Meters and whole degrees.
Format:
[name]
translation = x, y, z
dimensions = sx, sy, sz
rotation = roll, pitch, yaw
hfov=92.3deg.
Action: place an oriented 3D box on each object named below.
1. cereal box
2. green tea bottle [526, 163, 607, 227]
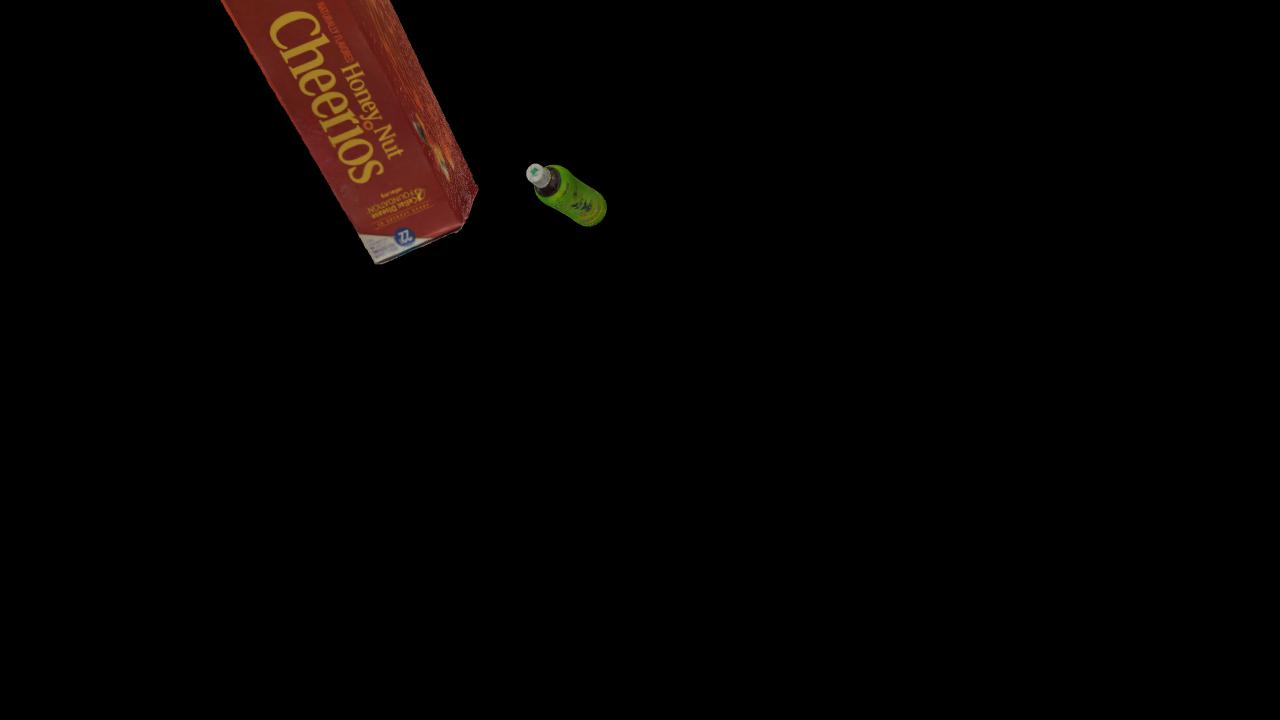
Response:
[cereal box]
translation = -0.223, -0.240, 0.454
dimensions = 0.081, 0.306, 0.203
rotation = -22, 26, -1
[green tea bottle]
translation = -0.129, -0.286, 1.057
dimensions = 0.073, 0.073, 0.212
rotation = 0, -1, 21
